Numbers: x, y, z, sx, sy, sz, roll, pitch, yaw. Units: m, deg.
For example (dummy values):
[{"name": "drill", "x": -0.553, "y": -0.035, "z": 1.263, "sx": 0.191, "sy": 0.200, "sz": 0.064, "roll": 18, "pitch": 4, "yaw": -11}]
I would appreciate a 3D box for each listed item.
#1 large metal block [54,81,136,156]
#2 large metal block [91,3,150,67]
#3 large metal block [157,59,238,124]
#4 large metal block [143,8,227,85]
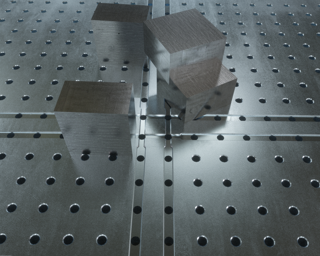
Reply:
[{"name": "large metal block", "x": -0.073, "y": -0.010, "z": 0.379, "sx": 0.081, "sy": 0.080, "sz": 0.050, "roll": 2, "pitch": 50, "yaw": 1}, {"name": "large metal block", "x": -0.058, "y": -0.148, "z": 0.496, "sx": 0.080, "sy": 0.080, "sz": 0.050, "roll": 4, "pitch": 50, "yaw": 3}, {"name": "large metal block", "x": 0.050, "y": -0.064, "z": 0.445, "sx": 0.081, "sy": 0.050, "sz": 0.080, "roll": -23, "pitch": 54, "yaw": -18}, {"name": "large metal block", "x": 0.031, "y": -0.113, "z": 0.422, "sx": 0.081, "sy": 0.050, "sz": 0.080, "roll": -20, "pitch": 53, "yaw": -16}]
